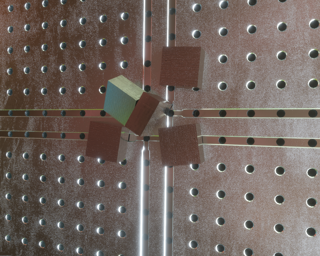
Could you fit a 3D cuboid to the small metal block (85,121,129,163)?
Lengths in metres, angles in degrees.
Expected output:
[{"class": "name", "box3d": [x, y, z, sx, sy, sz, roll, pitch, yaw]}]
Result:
[{"class": "small metal block", "box3d": [-0.074, 0.019, 0.439, 0.050, 0.025, 0.050, 10, 93, 19]}]

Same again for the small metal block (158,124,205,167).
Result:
[{"class": "small metal block", "box3d": [0.028, 0.022, 0.403, 0.050, 0.025, 0.050, -8, 88, 20]}]

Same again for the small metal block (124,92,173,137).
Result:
[{"class": "small metal block", "box3d": [-0.014, -0.017, 0.405, 0.025, 0.050, 0.050, 33, 101, 17]}]

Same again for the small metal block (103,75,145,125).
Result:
[{"class": "small metal block", "box3d": [-0.046, -0.035, 0.416, 0.050, 0.025, 0.050, 36, 133, 20]}]

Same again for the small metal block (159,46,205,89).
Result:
[{"class": "small metal block", "box3d": [0.029, -0.078, 0.403, 0.050, 0.025, 0.050, 6, 92, 20]}]
